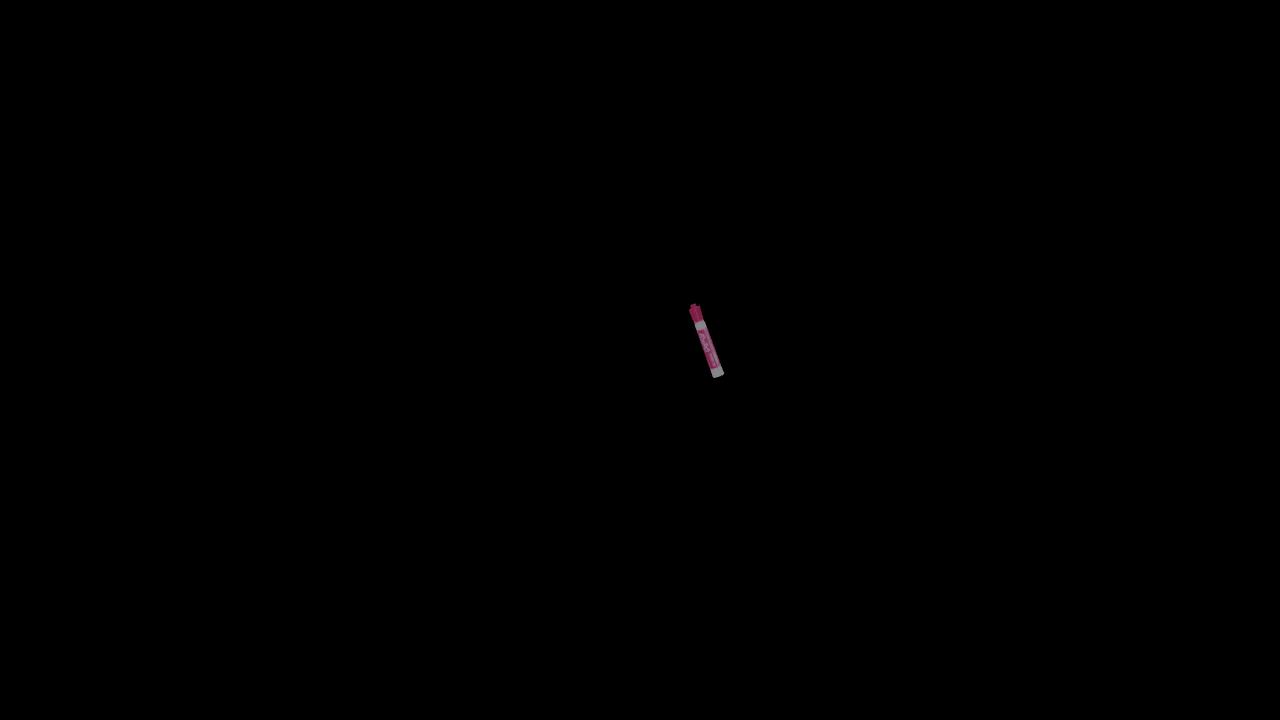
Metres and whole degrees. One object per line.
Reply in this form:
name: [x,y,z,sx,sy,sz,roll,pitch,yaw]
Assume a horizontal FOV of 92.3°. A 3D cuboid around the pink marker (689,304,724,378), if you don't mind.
pink marker: [0.104,-0.031,0.968,0.020,0.121,0.020,-20,6,2]
